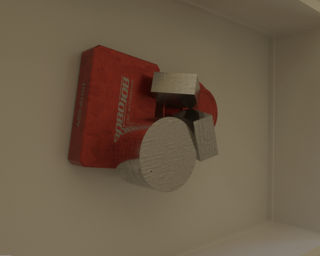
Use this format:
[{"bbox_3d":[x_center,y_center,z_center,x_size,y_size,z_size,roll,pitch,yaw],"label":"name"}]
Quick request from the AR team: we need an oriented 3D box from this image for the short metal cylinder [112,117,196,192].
[{"bbox_3d":[-0.005,0.028,0.347,0.081,0.050,0.079,0,90,-40],"label":"short metal cylinder"}]

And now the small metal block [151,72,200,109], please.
[{"bbox_3d":[0.021,-0.045,0.374,0.050,0.050,0.025,54,43,-71],"label":"small metal block"}]

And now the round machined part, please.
[{"bbox_3d":[0.043,-0.021,0.431,0.099,0.042,0.097,0,90,-40],"label":"round machined part"}]

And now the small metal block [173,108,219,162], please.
[{"bbox_3d":[0.043,0.007,0.375,0.025,0.050,0.050,-19,110,-20],"label":"small metal block"}]

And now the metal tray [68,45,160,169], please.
[{"bbox_3d":[-0.050,-0.019,0.358,0.091,0.030,0.129,10,84,-40],"label":"metal tray"}]
